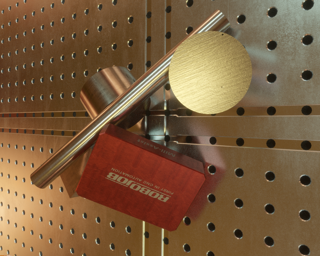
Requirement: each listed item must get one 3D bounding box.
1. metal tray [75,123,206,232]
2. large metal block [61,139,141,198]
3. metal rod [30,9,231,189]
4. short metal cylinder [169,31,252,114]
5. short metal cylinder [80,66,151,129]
[{"bbox_3d":[-0.023,0.061,0.371,0.131,0.030,0.089,24,110,-7],"label":"metal tray"},{"bbox_3d":[-0.085,0.051,0.440,0.080,0.081,0.050,-47,62,29],"label":"large metal block"},{"bbox_3d":[-0.042,-0.028,0.372,0.300,0.025,0.025,-40,64,9],"label":"metal rod"},{"bbox_3d":[0.050,-0.058,0.325,0.080,0.050,0.079,0,102,2],"label":"short metal cylinder"},{"bbox_3d":[-0.060,-0.037,0.420,0.080,0.081,0.050,-51,61,28],"label":"short metal cylinder"}]
